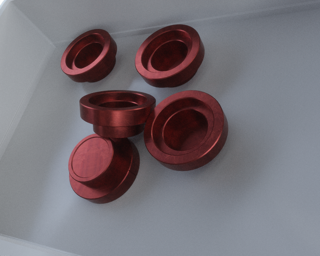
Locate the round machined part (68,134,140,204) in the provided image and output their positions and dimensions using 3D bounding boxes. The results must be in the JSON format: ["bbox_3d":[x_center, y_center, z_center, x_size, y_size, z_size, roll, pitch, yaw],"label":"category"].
[{"bbox_3d":[-0.080,0.046,0.407,0.098,0.042,0.098,-13,56,20],"label":"round machined part"}]

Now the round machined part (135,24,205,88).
[{"bbox_3d":[0.017,-0.097,0.444,0.098,0.042,0.098,-13,56,20],"label":"round machined part"}]

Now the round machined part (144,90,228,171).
[{"bbox_3d":[0.034,0.006,0.372,0.098,0.042,0.098,-13,56,20],"label":"round machined part"}]

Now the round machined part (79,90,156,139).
[{"bbox_3d":[-0.055,-0.018,0.411,0.099,0.042,0.098,1,21,0],"label":"round machined part"}]

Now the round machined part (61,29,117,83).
[{"bbox_3d":[-0.114,-0.116,0.524,0.098,0.042,0.098,-13,56,20],"label":"round machined part"}]
